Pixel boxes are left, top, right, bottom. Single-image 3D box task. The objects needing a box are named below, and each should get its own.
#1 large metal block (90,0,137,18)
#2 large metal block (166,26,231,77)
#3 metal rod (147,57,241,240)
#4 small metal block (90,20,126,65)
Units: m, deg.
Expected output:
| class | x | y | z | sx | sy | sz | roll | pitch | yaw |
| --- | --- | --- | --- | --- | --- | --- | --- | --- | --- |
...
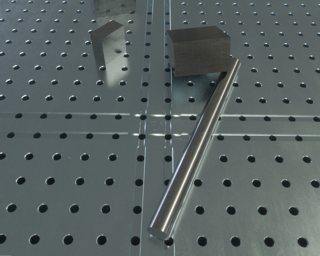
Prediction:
| class | x | y | z | sx | sy | sz | roll | pitch | yaw |
| --- | --- | --- | --- | --- | --- | --- | --- | --- | --- |
| large metal block | -0.098 | -0.268 | 0.615 | 0.081 | 0.050 | 0.080 | -14 | 52 | -12 |
| large metal block | 0.056 | -0.120 | 0.475 | 0.081 | 0.050 | 0.080 | -7 | 30 | -3 |
| metal rod | 0.057 | 0.003 | 0.405 | 0.025 | 0.025 | 0.301 | 19 | 52 | 14 |
| small metal block | -0.084 | -0.140 | 0.508 | 0.025 | 0.050 | 0.050 | 31 | 57 | 23 |
